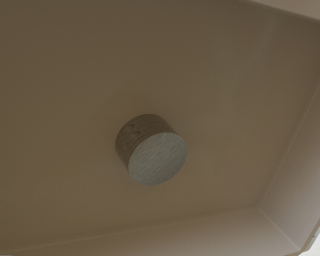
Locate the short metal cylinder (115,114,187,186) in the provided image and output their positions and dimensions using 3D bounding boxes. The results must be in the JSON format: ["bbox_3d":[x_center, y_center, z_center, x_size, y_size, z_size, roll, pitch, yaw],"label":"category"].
[{"bbox_3d":[-0.012,0.028,0.405,0.081,0.050,0.079,-14,125,-21],"label":"short metal cylinder"}]
